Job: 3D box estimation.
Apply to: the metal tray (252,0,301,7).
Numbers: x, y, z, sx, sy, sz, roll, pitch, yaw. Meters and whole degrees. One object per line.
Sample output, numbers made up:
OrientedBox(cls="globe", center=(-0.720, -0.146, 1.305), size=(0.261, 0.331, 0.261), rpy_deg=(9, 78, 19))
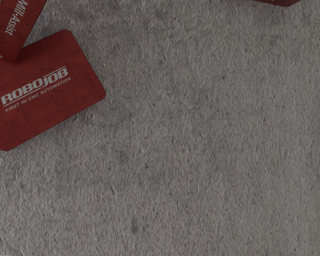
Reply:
OrientedBox(cls="metal tray", center=(0.153, -0.239, 0.462), size=(0.131, 0.030, 0.089), rpy_deg=(2, 90, -20))

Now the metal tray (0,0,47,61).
OrientedBox(cls="metal tray", center=(-0.122, -0.134, 0.292), size=(0.030, 0.129, 0.090), rpy_deg=(24, 54, -29))

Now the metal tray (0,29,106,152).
OrientedBox(cls="metal tray", center=(-0.141, -0.044, 0.354), size=(0.131, 0.030, 0.090), rpy_deg=(-32, 101, -17))
